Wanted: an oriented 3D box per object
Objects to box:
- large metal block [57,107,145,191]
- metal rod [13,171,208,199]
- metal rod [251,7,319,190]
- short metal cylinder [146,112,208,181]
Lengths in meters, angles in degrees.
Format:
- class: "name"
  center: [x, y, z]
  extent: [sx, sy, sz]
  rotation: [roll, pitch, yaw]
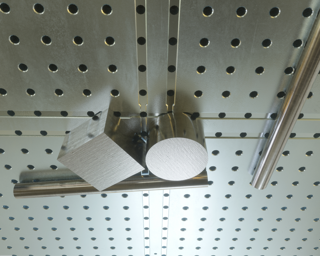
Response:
- class: "large metal block"
  center: [-0.076, 0.031, 0.421]
  extent: [0.080, 0.050, 0.080]
  rotation: [-29, 125, 22]
- class: "metal rod"
  center: [-0.077, 0.090, 0.486]
  extent: [0.302, 0.025, 0.025]
  rotation: [-4, 130, 3]
- class: "metal rod"
  center: [0.165, -0.026, 0.390]
  extent: [0.025, 0.025, 0.298]
  rotation: [3, 130, -3]
- class: "short metal cylinder"
  center: [0.022, 0.026, 0.417]
  extent: [0.081, 0.050, 0.079]
  rotation: [0, 130, 0]
